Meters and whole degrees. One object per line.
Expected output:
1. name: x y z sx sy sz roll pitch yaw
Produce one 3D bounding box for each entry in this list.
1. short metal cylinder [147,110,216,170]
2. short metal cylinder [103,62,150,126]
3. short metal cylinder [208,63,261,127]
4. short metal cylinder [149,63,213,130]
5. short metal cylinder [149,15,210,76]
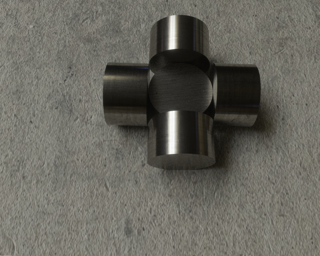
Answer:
1. short metal cylinder: 0.025 0.018 0.374 0.081 0.080 0.050 0 70 0
2. short metal cylinder: -0.040 -0.043 0.396 0.050 0.080 0.080 2 70 1
3. short metal cylinder: 0.091 -0.042 0.397 0.050 0.080 0.080 2 70 1
4. short metal cylinder: 0.026 -0.039 0.411 0.081 0.050 0.080 0 70 0
5. short metal cylinder: 0.026 -0.106 0.418 0.081 0.080 0.050 2 71 0
